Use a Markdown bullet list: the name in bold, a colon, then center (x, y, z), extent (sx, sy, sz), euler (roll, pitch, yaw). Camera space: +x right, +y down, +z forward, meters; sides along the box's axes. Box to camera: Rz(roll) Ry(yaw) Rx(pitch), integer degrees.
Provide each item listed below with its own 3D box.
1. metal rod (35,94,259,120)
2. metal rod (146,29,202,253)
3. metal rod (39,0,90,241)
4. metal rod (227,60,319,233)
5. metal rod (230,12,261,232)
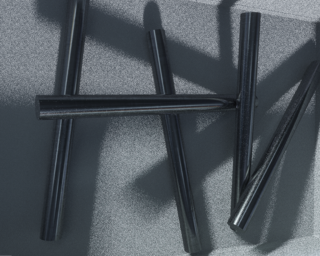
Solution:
- **metal rod**: center (0.009, -0.029, 0.382), extent (0.303, 0.025, 0.025), euler (-4, 92, -32)
- **metal rod**: center (0.020, 0.020, 0.417), extent (0.025, 0.025, 0.298), euler (-11, 94, -20)
- **metal rod**: center (-0.112, -0.020, 0.368), extent (0.025, 0.025, 0.298), euler (7, 88, -20)
- **metal rod**: center (0.178, 0.013, 0.451), extent (0.025, 0.025, 0.300), euler (41, 68, -15)
- **metal rod**: center (0.115, 0.000, 0.424), extent (0.025, 0.025, 0.298), euler (-4, 102, -20)
